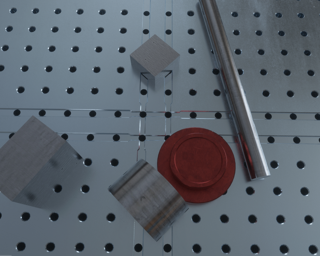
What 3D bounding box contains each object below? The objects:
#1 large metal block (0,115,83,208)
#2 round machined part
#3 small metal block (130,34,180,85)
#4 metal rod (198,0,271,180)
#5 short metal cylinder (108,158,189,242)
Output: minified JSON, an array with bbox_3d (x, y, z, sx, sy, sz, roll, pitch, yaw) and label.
[{"bbox_3d":[-0.145,0.043,0.365,0.050,0.080,0.080,35,74,11],"label":"large metal block"},{"bbox_3d":[0.046,0.044,0.387,0.099,0.042,0.098,0,70,-1],"label":"round machined part"},{"bbox_3d":[-0.007,-0.099,0.448,0.050,0.025,0.050,43,75,14],"label":"small metal block"},{"bbox_3d":[0.099,-0.075,0.440,0.025,0.025,0.299,-10,70,-4],"label":"metal rod"},{"bbox_3d":[-0.014,0.081,0.353,0.050,0.080,0.080,-43,76,-14],"label":"short metal cylinder"}]
